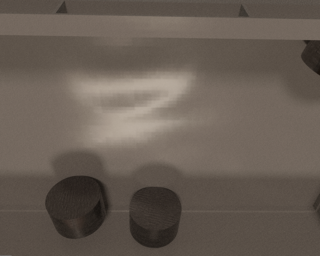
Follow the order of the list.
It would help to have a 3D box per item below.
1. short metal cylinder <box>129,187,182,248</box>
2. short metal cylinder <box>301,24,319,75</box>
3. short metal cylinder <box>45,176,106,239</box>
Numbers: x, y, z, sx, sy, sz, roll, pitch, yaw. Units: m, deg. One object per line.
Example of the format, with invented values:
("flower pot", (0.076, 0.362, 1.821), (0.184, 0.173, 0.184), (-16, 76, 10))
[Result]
("short metal cylinder", (-0.008, 0.141, 0.493), (0.081, 0.080, 0.050), (2, 130, -3))
("short metal cylinder", (0.193, -0.079, 0.309), (0.081, 0.080, 0.050), (11, 129, -10))
("short metal cylinder", (-0.127, 0.120, 0.473), (0.081, 0.080, 0.050), (-2, 130, 1))
